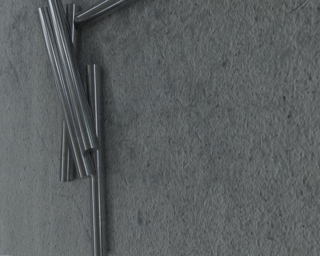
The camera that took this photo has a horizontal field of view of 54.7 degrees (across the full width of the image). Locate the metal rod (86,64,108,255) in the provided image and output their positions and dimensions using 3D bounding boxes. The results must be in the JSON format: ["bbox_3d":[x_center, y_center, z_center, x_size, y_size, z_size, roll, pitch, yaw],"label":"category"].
[{"bbox_3d":[-0.099,0.051,0.486,0.025,0.025,0.298,-4,88,40],"label":"metal rod"}]

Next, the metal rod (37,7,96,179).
[{"bbox_3d":[-0.154,-0.064,0.498,0.025,0.025,0.299,-29,72,36],"label":"metal rod"}]

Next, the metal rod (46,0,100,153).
[{"bbox_3d":[-0.144,-0.106,0.489,0.025,0.025,0.299,-28,73,36],"label":"metal rod"}]

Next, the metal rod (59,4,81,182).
[{"bbox_3d":[-0.154,-0.058,0.532,0.025,0.025,0.298,5,93,40],"label":"metal rod"}]

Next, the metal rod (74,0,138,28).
[{"bbox_3d":[-0.017,-0.194,0.418,0.300,0.025,0.025,-8,85,39],"label":"metal rod"}]
